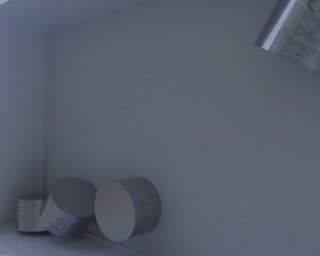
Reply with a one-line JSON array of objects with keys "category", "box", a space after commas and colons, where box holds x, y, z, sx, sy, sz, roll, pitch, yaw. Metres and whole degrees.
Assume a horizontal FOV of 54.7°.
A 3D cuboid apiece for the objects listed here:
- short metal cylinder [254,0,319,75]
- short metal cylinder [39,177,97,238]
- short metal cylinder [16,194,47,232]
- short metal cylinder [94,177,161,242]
[{"category": "short metal cylinder", "box": [0.129, -0.078, 0.264, 0.080, 0.081, 0.050, 39, 114, 33]}, {"category": "short metal cylinder", "box": [-0.140, 0.124, 0.487, 0.080, 0.081, 0.050, 47, 118, 29]}, {"category": "short metal cylinder", "box": [-0.207, 0.145, 0.540, 0.080, 0.081, 0.050, -4, 84, 40]}, {"category": "short metal cylinder", "box": [-0.045, 0.110, 0.428, 0.080, 0.050, 0.080, 0, 90, 40]}]
